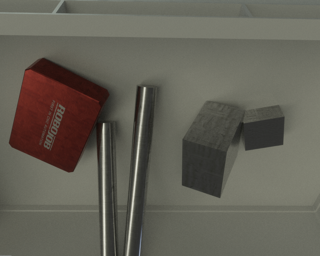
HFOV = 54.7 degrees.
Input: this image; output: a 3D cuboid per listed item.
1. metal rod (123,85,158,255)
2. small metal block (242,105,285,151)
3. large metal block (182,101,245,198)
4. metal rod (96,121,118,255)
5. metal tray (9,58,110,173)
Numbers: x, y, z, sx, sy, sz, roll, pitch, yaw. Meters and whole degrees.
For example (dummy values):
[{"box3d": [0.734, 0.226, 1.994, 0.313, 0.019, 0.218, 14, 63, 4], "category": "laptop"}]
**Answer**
[{"box3d": [-0.030, 0.093, 0.406, 0.025, 0.025, 0.298, 5, 105, -5], "category": "metal rod"}, {"box3d": [0.135, 0.000, 0.412, 0.050, 0.025, 0.050, -10, 130, 7], "category": "small metal block"}, {"box3d": [0.066, 0.025, 0.387, 0.050, 0.080, 0.079, 16, 134, 20], "category": "large metal block"}, {"box3d": [-0.070, 0.139, 0.426, 0.025, 0.025, 0.298, 0, 98, 0], "category": "metal rod"}, {"box3d": [-0.128, -0.010, 0.384, 0.090, 0.030, 0.129, 26, 126, -8], "category": "metal tray"}]
